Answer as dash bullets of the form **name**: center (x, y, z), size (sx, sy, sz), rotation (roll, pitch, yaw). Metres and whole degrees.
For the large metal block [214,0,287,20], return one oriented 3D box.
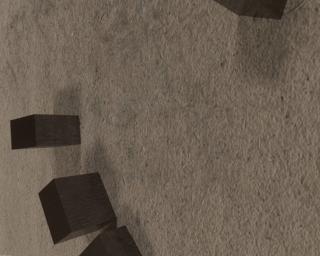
- **large metal block**: center (0.090, -0.156, 0.294), size (0.050, 0.081, 0.079), rotation (23, 105, 37)

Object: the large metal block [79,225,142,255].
- **large metal block**: center (-0.069, 0.201, 0.443), size (0.080, 0.050, 0.080), rotation (-50, 61, 28)

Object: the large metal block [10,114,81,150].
- **large metal block**: center (-0.194, 0.007, 0.526), size (0.080, 0.081, 0.050), rotation (-8, 85, 39)

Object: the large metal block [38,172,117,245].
- **large metal block**: center (-0.125, 0.118, 0.469), size (0.050, 0.081, 0.080), rotation (-40, 66, 33)
